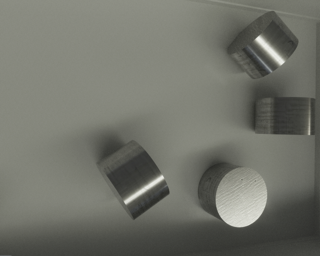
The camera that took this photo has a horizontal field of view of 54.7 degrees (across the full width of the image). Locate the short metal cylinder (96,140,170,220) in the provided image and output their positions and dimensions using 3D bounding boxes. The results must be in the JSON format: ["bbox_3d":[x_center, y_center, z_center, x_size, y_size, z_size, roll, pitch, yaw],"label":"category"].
[{"bbox_3d":[-0.033,0.061,0.369,0.050,0.080,0.080,-33,101,-17],"label":"short metal cylinder"}]

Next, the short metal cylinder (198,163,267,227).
[{"bbox_3d":[0.101,0.092,0.434,0.081,0.050,0.080,0,90,-20],"label":"short metal cylinder"}]

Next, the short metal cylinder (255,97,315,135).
[{"bbox_3d":[0.180,-0.016,0.447,0.081,0.080,0.050,1,90,-20],"label":"short metal cylinder"}]

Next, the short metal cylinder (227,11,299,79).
[{"bbox_3d":[0.142,-0.115,0.433,0.050,0.080,0.080,42,77,-16],"label":"short metal cylinder"}]
